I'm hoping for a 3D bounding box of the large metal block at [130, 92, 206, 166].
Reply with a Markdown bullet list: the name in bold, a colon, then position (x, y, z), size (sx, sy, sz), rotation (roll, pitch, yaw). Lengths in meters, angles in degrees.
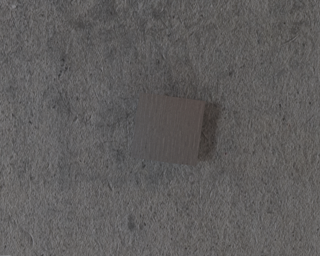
- **large metal block**: position (0.010, 0.001, 0.399), size (0.081, 0.050, 0.080), rotation (8, 90, -1)
